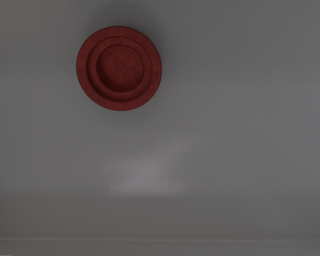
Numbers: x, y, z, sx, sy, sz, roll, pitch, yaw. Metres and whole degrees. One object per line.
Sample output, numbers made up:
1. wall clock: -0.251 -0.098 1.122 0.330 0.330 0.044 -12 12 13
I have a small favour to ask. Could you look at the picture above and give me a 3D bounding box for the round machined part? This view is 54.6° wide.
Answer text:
1. round machined part: -0.047 -0.073 0.375 0.099 0.042 0.097 0 110 0
